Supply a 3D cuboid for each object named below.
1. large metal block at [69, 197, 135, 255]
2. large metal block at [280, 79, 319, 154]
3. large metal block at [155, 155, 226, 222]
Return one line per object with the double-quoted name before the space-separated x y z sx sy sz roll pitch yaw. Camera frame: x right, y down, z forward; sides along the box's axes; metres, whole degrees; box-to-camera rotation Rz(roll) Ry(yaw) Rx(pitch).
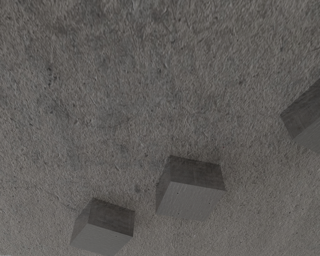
"large metal block" -0.099 0.174 0.538 0.080 0.050 0.080 25 126 -20
"large metal block" 0.214 -0.012 0.383 0.080 0.050 0.080 25 126 -20
"large metal block" 0.043 0.093 0.471 0.081 0.050 0.079 12 129 -10
